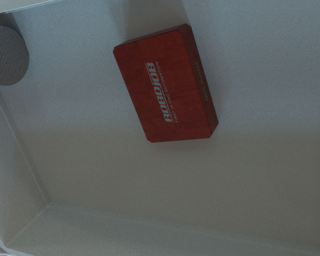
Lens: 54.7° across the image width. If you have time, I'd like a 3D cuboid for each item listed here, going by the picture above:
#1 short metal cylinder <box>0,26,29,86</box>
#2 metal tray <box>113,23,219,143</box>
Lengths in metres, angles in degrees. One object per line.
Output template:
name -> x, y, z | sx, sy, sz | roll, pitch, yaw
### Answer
short metal cylinder -> -0.233, -0.100, 0.432 | 0.050, 0.080, 0.079 | 6, 121, 25
metal tray -> 0.009, -0.047, 0.371 | 0.090, 0.030, 0.129 | -7, 116, 30
